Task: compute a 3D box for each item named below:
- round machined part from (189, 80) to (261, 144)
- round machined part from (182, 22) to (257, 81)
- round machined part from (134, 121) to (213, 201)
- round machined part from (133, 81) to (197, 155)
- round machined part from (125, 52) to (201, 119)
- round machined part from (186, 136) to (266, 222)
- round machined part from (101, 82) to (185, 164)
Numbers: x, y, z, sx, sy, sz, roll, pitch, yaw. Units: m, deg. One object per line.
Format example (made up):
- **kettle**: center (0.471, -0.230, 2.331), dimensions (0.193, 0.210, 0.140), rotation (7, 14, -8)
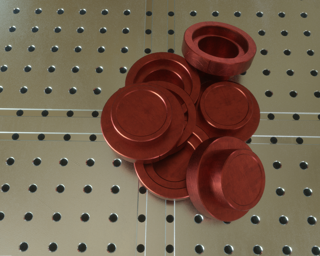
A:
- **round machined part**: center (0.084, -0.022, 0.411), dimensions (0.099, 0.042, 0.098), rotation (0, 70, 0)
- **round machined part**: center (0.078, -0.102, 0.429), dimensions (0.099, 0.042, 0.098), rotation (4, 49, -5)
- **round machined part**: center (0.018, 0.041, 0.388), dimensions (0.099, 0.042, 0.098), rotation (0, 70, 0)
- **round machined part**: center (-0.003, -0.009, 0.406), dimensions (0.099, 0.042, 0.098), rotation (0, 70, 0)
- **round machined part**: center (0.004, -0.050, 0.421), dimensions (0.099, 0.042, 0.098), rotation (0, 70, 0)
- **round machined part**: center (0.082, 0.058, 0.356), dimensions (0.099, 0.042, 0.098), rotation (3, 84, -32)
- **round machined part**: center (-0.020, -0.010, 0.361), dimensions (0.099, 0.042, 0.098), rotation (0, 70, 0)
